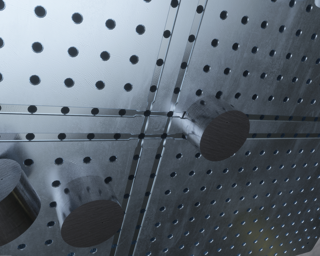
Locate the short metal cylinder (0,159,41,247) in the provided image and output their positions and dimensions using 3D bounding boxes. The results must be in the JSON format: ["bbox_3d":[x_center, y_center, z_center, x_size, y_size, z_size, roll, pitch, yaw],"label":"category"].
[{"bbox_3d":[-0.176,0.078,0.328,0.081,0.080,0.050,-23,127,-15],"label":"short metal cylinder"}]

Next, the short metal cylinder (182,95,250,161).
[{"bbox_3d":[0.078,0.000,0.438,0.081,0.050,0.079,-14,124,-21],"label":"short metal cylinder"}]

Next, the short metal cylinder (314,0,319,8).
[{"bbox_3d":[0.242,-0.188,0.391,0.080,0.080,0.050,-26,128,-13],"label":"short metal cylinder"}]

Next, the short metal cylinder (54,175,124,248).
[{"bbox_3d":[-0.094,0.110,0.412,0.081,0.050,0.079,-14,124,-21],"label":"short metal cylinder"}]
